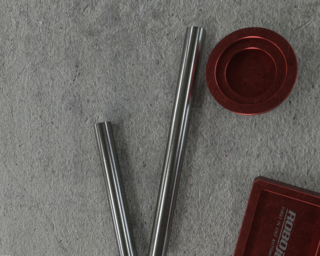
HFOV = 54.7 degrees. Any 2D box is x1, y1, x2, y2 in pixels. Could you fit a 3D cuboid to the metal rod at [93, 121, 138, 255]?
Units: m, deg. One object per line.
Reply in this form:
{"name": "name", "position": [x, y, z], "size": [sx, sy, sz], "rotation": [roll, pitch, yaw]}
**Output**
{"name": "metal rod", "position": [-0.050, 0.139, 0.425], "size": [0.025, 0.025, 0.298], "rotation": [-13, 86, 19]}

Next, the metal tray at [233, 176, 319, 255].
{"name": "metal tray", "position": [0.139, 0.131, 0.357], "size": [0.090, 0.030, 0.129], "rotation": [15, 95, 19]}

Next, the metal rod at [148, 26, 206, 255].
{"name": "metal rod", "position": [0.021, 0.022, 0.400], "size": [0.025, 0.025, 0.298], "rotation": [11, 94, 19]}

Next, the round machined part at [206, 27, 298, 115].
{"name": "round machined part", "position": [0.106, -0.063, 0.362], "size": [0.098, 0.042, 0.097], "rotation": [0, 90, 19]}
